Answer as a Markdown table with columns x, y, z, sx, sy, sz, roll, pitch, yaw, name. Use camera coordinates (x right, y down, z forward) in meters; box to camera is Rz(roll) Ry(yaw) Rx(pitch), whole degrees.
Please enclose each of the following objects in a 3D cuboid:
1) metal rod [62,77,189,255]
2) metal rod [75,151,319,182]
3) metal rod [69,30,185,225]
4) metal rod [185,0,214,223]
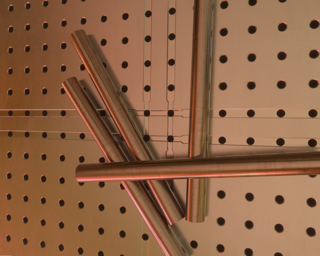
| x | y | z | sx | sy | sz | roll | pitch | yaw | name |
| --- | --- | --- | --- | --- | --- | --- | --- | --- | --- |
| -0.053 | 0.054 | 0.431 | 0.025 | 0.025 | 0.299 | -37 | 78 | 16 | metal rod |
| 0.033 | 0.049 | 0.373 | 0.301 | 0.025 | 0.025 | -5 | 88 | 19 | metal rod |
| -0.049 | -0.008 | 0.430 | 0.025 | 0.025 | 0.299 | -32 | 80 | 17 | metal rod |
| 0.051 | -0.032 | 0.394 | 0.025 | 0.025 | 0.298 | 3 | 91 | 20 | metal rod |
